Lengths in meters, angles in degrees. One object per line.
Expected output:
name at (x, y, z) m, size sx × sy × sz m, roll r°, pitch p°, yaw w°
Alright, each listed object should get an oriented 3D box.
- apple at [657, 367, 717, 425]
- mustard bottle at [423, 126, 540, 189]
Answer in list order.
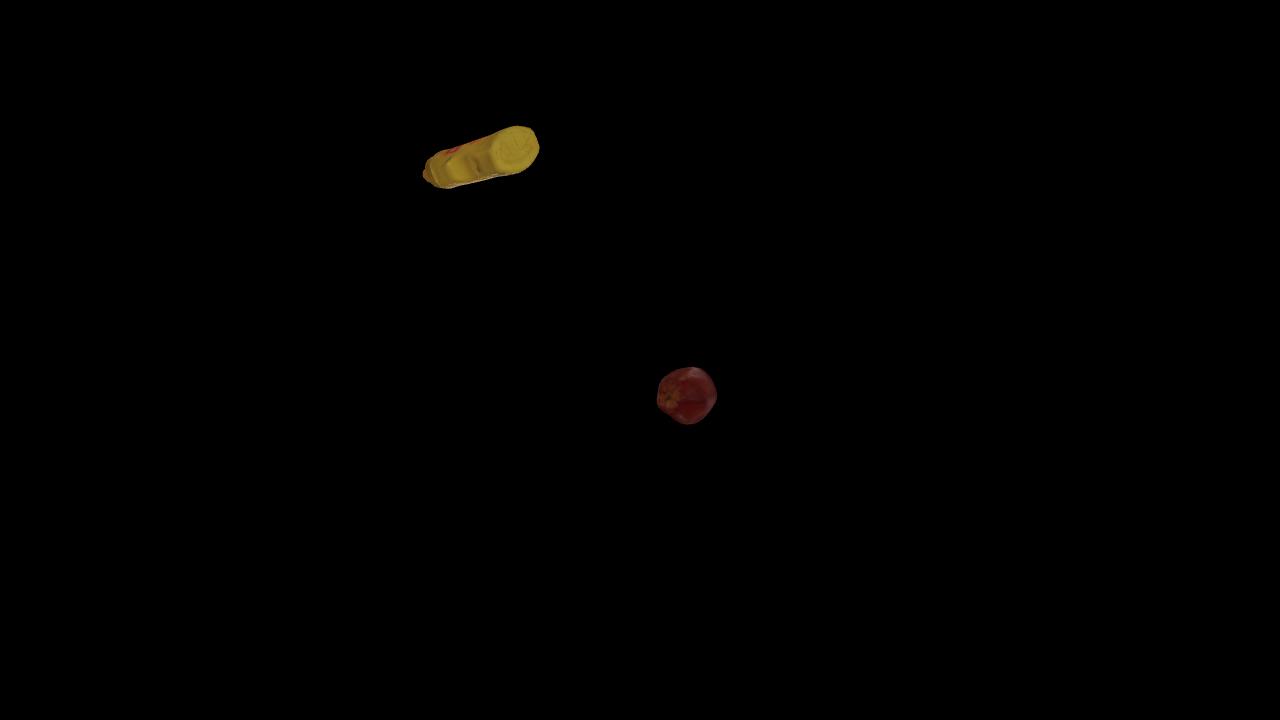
apple at (0.063, 0.049, 0.842) m, size 0.079 × 0.079 × 0.093 m, roll 0°, pitch 1°, yaw 31°
mustard bottle at (-0.226, -0.261, 0.816) m, size 0.184 × 0.054 × 0.092 m, roll 0°, pitch 39°, yaw 36°
